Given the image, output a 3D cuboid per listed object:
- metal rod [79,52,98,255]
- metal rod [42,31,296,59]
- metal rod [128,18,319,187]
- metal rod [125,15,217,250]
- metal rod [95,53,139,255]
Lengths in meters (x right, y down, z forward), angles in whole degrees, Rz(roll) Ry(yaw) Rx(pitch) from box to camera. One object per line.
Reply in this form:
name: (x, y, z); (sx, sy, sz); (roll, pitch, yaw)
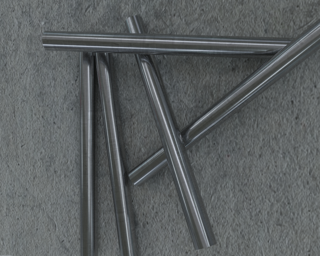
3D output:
metal rod: (-0.103, 0.037, 0.445); (0.025, 0.025, 0.298); (0, 90, 20)
metal rod: (0.004, -0.102, 0.377); (0.301, 0.025, 0.025); (4, 92, 8)
metal rod: (0.074, -0.021, 0.368); (0.299, 0.025, 0.025); (-40, 78, 21)
metal rod: (0.007, -0.009, 0.377); (0.025, 0.025, 0.299); (-23, 71, 18)
metal rod: (-0.059, 0.043, 0.429); (0.025, 0.025, 0.298); (-9, 87, 20)
